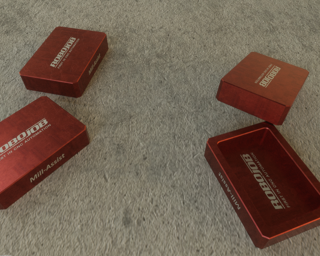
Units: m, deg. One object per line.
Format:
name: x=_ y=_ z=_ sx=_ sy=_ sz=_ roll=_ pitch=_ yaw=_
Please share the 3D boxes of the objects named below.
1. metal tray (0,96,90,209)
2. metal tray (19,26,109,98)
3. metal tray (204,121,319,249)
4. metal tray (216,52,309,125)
metal tray: x=-0.165 y=0.024 z=0.379 sx=0.090 sy=0.030 sz=0.131 roll=34 pitch=57 yaw=25
metal tray: x=-0.146 y=-0.108 z=0.490 sx=0.090 sy=0.030 sz=0.130 roll=10 pitch=51 yaw=8
metal tray: x=0.119 y=0.057 z=0.352 sx=0.091 sy=0.030 sz=0.130 roll=-16 pitch=52 yaw=-13
metal tray: x=0.146 y=-0.061 z=0.431 sx=0.090 sy=0.030 sz=0.131 roll=26 pitch=40 yaw=20
